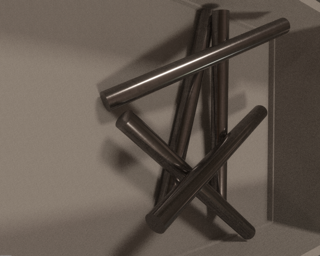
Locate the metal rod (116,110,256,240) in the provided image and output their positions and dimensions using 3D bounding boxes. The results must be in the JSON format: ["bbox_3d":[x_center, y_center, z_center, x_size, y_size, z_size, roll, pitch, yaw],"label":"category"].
[{"bbox_3d":[0.051,0.079,0.418,0.300,0.025,0.025,44,63,-32],"label":"metal rod"}]

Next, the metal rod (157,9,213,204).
[{"bbox_3d":[0.040,-0.031,0.442,0.025,0.025,0.299,22,76,-38],"label":"metal rod"}]

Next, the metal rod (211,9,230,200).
[{"bbox_3d":[0.090,-0.020,0.466,0.025,0.025,0.298,-8,100,-40],"label":"metal rod"}]

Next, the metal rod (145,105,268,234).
[{"bbox_3d":[0.083,0.035,0.422,0.302,0.025,0.025,-35,113,-44],"label":"metal rod"}]

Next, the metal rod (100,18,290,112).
[{"bbox_3d":[0.062,-0.092,0.413,0.302,0.025,0.025,-27,108,-22],"label":"metal rod"}]
